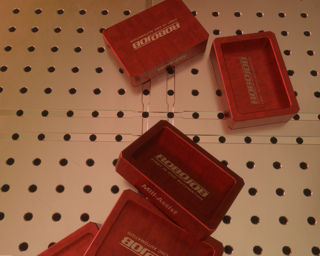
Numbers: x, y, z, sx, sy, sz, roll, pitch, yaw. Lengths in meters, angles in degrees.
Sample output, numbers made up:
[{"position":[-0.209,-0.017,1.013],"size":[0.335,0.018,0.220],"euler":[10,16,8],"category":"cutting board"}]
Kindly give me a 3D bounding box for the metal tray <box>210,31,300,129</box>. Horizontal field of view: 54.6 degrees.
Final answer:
[{"position":[0.129,-0.069,0.434],"size":[0.091,0.030,0.130],"euler":[-8,70,-3],"category":"metal tray"}]

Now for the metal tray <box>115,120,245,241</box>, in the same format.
[{"position":[0.025,0.056,0.367],"size":[0.130,0.030,0.090],"euler":[38,45,12],"category":"metal tray"}]

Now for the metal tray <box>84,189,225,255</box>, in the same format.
[{"position":[-0.006,0.138,0.337],"size":[0.130,0.030,0.090],"euler":[30,57,2],"category":"metal tray"}]

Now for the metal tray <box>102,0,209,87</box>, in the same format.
[{"position":[-0.006,-0.129,0.456],"size":[0.131,0.030,0.090],"euler":[-30,73,-10],"category":"metal tray"}]

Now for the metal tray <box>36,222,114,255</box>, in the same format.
[{"position":[-0.078,0.183,0.341],"size":[0.090,0.030,0.130],"euler":[-31,73,-11],"category":"metal tray"}]
